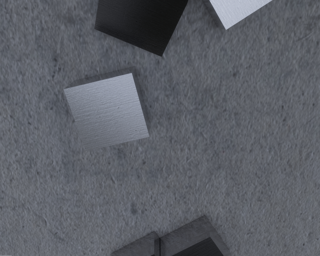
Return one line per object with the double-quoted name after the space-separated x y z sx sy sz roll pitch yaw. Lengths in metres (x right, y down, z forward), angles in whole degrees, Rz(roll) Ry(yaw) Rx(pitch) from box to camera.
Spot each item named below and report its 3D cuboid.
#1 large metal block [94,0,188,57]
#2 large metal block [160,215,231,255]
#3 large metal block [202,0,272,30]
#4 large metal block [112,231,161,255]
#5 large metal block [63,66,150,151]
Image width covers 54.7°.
-0.018 -0.133 0.326 0.080 0.050 0.080 21 150 -8 "large metal block"
0.056 0.192 0.468 0.080 0.050 0.080 -31 108 10 "large metal block"
0.083 -0.165 0.337 0.080 0.050 0.080 -31 108 10 "large metal block"
-0.021 0.220 0.477 0.080 0.050 0.080 -30 108 10 "large metal block"
-0.061 -0.025 0.386 0.080 0.050 0.080 -13 110 4 "large metal block"
